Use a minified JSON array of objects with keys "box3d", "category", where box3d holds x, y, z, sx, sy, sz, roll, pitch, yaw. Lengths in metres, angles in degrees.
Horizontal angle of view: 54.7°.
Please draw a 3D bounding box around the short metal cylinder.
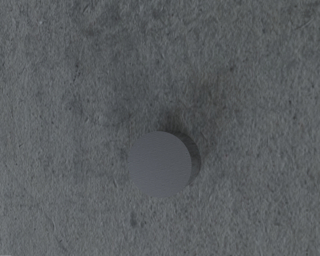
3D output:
[{"box3d":[0.007,0.043,0.392,0.080,0.050,0.079,0,90,19],"category":"short metal cylinder"}]
